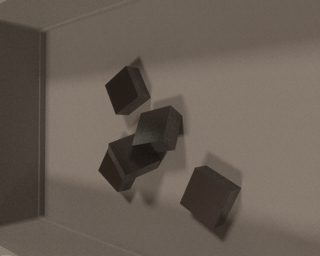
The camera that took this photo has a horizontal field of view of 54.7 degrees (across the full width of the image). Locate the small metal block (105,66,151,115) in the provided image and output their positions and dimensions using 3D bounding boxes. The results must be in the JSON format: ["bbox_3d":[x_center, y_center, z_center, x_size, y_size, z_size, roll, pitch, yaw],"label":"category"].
[{"bbox_3d":[-0.047,-0.052,0.443,0.050,0.025,0.050,-34,69,34],"label":"small metal block"}]

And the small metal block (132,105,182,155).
[{"bbox_3d":[-0.003,0.003,0.393,0.050,0.025,0.050,-12,52,38],"label":"small metal block"}]

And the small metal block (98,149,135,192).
[{"bbox_3d":[-0.058,0.057,0.452,0.050,0.025,0.050,40,114,32],"label":"small metal block"}]

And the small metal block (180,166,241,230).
[{"bbox_3d":[0.057,0.079,0.358,0.050,0.025,0.050,32,110,35],"label":"small metal block"}]

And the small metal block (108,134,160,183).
[{"bbox_3d":[-0.035,0.038,0.414,0.050,0.050,0.025,58,155,24],"label":"small metal block"}]
